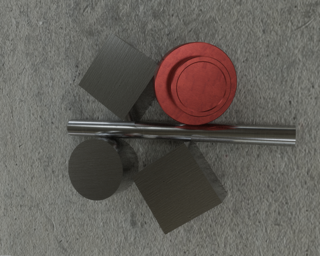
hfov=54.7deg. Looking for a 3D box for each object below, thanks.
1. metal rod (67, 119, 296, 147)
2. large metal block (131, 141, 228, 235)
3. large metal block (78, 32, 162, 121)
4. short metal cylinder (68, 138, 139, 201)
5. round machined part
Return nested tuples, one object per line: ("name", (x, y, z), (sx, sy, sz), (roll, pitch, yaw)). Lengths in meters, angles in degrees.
("metal rod", (0.013, 0.004, 0.406), (0.301, 0.025, 0.025), (2, 91, 19))
("large metal block", (0.025, 0.072, 0.387), (0.080, 0.050, 0.080), (-35, 79, 16))
("large metal block", (-0.045, -0.065, 0.409), (0.080, 0.050, 0.080), (38, 102, 15))
("short metal cylinder", (-0.076, 0.054, 0.422), (0.080, 0.050, 0.079), (0, 90, 19))
("round machined part", (0.043, -0.050, 0.360), (0.099, 0.042, 0.097), (-2, 105, -8))
